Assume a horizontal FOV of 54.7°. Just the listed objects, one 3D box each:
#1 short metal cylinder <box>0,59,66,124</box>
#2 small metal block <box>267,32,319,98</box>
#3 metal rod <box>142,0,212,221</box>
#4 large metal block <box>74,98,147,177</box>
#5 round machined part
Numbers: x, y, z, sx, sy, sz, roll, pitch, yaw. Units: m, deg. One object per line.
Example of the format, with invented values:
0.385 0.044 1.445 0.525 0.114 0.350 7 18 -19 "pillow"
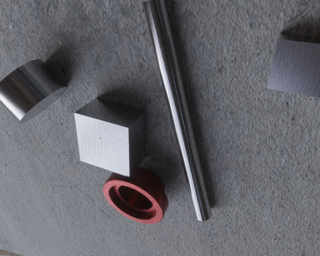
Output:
-0.180 -0.051 0.432 0.080 0.080 0.050 -34 99 38 "short metal cylinder"
0.135 -0.061 0.298 0.050 0.025 0.050 14 124 20 "small metal block"
0.028 -0.005 0.387 0.025 0.025 0.298 -1 118 28 "metal rod"
-0.066 0.012 0.431 0.080 0.050 0.079 15 125 19 "large metal block"
-0.032 0.096 0.463 0.098 0.042 0.097 16 135 17 "round machined part"
